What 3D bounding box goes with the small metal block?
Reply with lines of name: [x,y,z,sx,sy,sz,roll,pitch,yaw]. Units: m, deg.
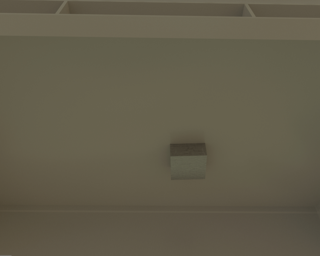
small metal block: [0.040,0.049,0.451,0.050,0.025,0.050,-2,130,1]
